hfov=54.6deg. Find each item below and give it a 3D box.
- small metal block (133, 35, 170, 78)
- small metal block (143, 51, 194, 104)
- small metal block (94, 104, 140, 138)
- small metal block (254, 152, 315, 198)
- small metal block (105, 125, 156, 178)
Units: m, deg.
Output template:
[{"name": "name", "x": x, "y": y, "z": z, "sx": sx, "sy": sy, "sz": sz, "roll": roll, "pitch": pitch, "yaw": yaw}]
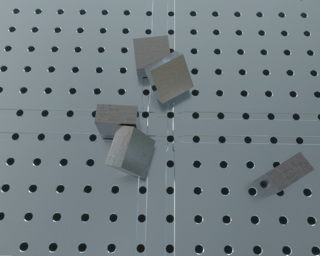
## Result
[{"name": "small metal block", "x": -0.011, "y": -0.104, "z": 0.450, "sx": 0.050, "sy": 0.025, "sz": 0.050, "roll": -7, "pitch": 70, "yaw": -3}, {"name": "small metal block", "x": 0.012, "y": -0.069, "z": 0.422, "sx": 0.050, "sy": 0.050, "sz": 0.025, "roll": -29, "pitch": 31, "yaw": -10}, {"name": "small metal block", "x": -0.053, "y": -0.007, "z": 0.400, "sx": 0.050, "sy": 0.050, "sz": 0.025, "roll": 3, "pitch": 66, "yaw": 1}, {"name": "small metal block", "x": 0.149, "y": 0.058, "z": 0.378, "sx": 0.050, "sy": 0.050, "sz": 0.025, "roll": -29, "pitch": 73, "yaw": -10}, {"name": "small metal block", "x": -0.035, "y": 0.030, "z": 0.383, "sx": 0.025, "sy": 0.050, "sz": 0.050, "roll": 5, "pitch": 71, "yaw": 34}]
